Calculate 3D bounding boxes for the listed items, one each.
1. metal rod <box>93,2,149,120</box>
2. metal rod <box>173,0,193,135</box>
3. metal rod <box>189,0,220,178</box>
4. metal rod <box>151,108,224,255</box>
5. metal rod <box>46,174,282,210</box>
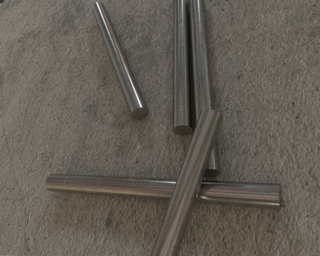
[{"bbox_3d":[-0.074,-0.129,0.522,0.025,0.025,0.300,-30,52,9],"label":"metal rod"},{"bbox_3d":[0.032,-0.126,0.463,0.025,0.025,0.299,-12,57,22],"label":"metal rod"},{"bbox_3d":[0.057,-0.078,0.421,0.025,0.025,0.299,-13,56,21],"label":"metal rod"},{"bbox_3d":[0.006,0.121,0.303,0.025,0.025,0.299,12,75,33],"label":"metal rod"},{"bbox_3d":[-0.017,0.072,0.368,0.300,0.025,0.025,-2,61,27],"label":"metal rod"}]
